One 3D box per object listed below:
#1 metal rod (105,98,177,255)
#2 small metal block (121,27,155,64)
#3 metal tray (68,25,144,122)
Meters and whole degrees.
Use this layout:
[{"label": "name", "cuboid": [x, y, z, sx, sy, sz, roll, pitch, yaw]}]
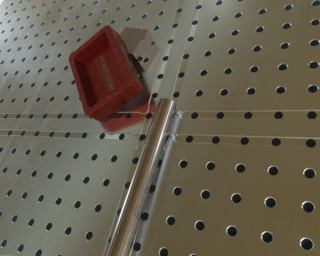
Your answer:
[{"label": "metal rod", "cuboid": [-0.033, 0.097, 0.364, 0.025, 0.025, 0.300, 4, 64, 30]}, {"label": "small metal block", "cuboid": [-0.046, -0.138, 0.515, 0.050, 0.025, 0.050, 19, 71, 34]}, {"label": "metal tray", "cuboid": [-0.088, -0.086, 0.482, 0.090, 0.030, 0.130, -34, 59, 17]}]
